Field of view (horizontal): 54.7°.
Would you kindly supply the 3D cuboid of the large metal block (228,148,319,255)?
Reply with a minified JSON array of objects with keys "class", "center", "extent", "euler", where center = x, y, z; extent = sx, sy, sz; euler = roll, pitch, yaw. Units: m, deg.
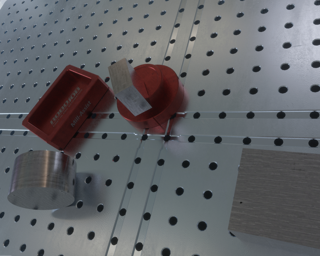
[{"class":"large metal block","center":[0.116,0.068,0.289],"extent":[0.080,0.050,0.080],"euler":[3,63,29]}]

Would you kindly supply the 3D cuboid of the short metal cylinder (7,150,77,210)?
[{"class":"short metal cylinder","center":[-0.153,0.071,0.410],"extent":[0.080,0.080,0.050],"euler":[-18,55,18]}]

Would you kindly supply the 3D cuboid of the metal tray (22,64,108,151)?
[{"class":"metal tray","center":[-0.156,-0.037,0.510],"extent":[0.090,0.030,0.130],"euler":[25,75,36]}]

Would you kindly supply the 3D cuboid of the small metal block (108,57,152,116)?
[{"class":"small metal block","center":[-0.038,-0.051,0.389],"extent":[0.025,0.050,0.050],"euler":[-27,53,12]}]

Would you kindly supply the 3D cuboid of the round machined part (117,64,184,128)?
[{"class":"round machined part","center":[-0.020,-0.052,0.440],"extent":[0.098,0.042,0.098],"euler":[-13,56,21]}]
